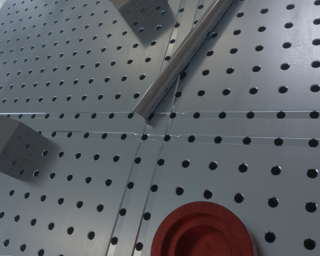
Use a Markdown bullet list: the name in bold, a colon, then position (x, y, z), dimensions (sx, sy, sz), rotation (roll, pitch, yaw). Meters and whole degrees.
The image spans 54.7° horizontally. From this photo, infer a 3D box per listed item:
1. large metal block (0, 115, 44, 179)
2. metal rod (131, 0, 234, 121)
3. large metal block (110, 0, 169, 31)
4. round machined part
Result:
- **large metal block**: position (-0.254, 0.028, 0.509), dimensions (0.080, 0.050, 0.080), rotation (14, 69, 33)
- **metal rod**: position (0.055, -0.137, 0.463), dimensions (0.025, 0.025, 0.300), rotation (27, 76, 37)
- **large metal block**: position (-0.044, -0.236, 0.560), dimensions (0.080, 0.050, 0.080), rotation (-36, 51, 4)
- **round machined part**: position (0.044, 0.124, 0.298), dimensions (0.098, 0.042, 0.098), rotation (-13, 56, 21)
